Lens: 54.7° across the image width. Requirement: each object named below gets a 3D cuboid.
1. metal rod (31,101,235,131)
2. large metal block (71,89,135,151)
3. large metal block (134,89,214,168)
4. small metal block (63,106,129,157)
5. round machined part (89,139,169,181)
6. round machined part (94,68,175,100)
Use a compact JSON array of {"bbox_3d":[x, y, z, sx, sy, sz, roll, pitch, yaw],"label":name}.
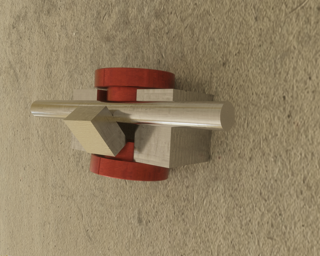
[{"bbox_3d":[-0.059,-0.019,0.351,0.300,0.025,0.025,5,93,40],"label":"metal rod"},{"bbox_3d":[-0.073,-0.010,0.431,0.050,0.081,0.079,6,94,40],"label":"large metal block"},{"bbox_3d":[0.018,-0.001,0.356,0.050,0.081,0.079,5,93,40],"label":"large metal block"},{"bbox_3d":[-0.071,0.003,0.343,0.050,0.025,0.050,2,132,41],"label":"small metal block"},{"bbox_3d":[-0.036,0.036,0.388,0.098,0.099,0.042,6,89,40],"label":"round machined part"},{"bbox_3d":[-0.031,-0.047,0.385,0.098,0.099,0.042,5,94,40],"label":"round machined part"}]
